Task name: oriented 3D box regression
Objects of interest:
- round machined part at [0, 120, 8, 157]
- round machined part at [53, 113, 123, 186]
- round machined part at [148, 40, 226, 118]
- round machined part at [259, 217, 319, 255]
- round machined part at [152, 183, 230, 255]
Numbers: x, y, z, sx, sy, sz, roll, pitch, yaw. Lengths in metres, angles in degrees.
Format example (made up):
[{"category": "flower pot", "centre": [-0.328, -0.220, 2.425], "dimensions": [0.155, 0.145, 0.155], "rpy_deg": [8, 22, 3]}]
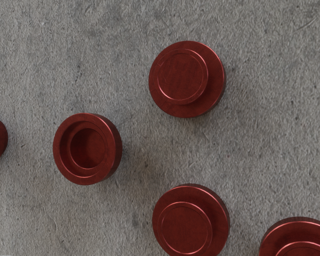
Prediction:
[{"category": "round machined part", "centre": [-0.289, 0.017, 0.502], "dimensions": [0.098, 0.042, 0.097], "rpy_deg": [0, 90, 20]}, {"category": "round machined part", "centre": [-0.096, 0.028, 0.434], "dimensions": [0.098, 0.042, 0.097], "rpy_deg": [0, 90, 20]}, {"category": "round machined part", "centre": [0.031, -0.061, 0.389], "dimensions": [0.098, 0.042, 0.097], "rpy_deg": [0, 90, 20]}, {"category": "round machined part", "centre": [0.161, 0.153, 0.343], "dimensions": [0.098, 0.042, 0.097], "rpy_deg": [0, 90, 20]}, {"category": "round machined part", "centre": [0.035, 0.122, 0.387], "dimensions": [0.098, 0.042, 0.097], "rpy_deg": [0, 90, 20]}]
